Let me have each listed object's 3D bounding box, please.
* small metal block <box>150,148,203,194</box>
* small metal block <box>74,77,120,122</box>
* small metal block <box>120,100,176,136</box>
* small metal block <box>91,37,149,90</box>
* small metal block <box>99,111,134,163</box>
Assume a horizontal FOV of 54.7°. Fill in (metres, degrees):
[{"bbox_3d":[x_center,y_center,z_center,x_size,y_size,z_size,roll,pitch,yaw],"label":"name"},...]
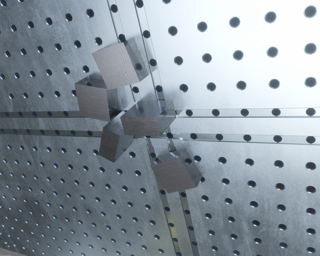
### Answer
[{"bbox_3d":[0.023,0.061,0.435,0.050,0.025,0.050,-22,107,35],"label":"small metal block"},{"bbox_3d":[-0.086,-0.040,0.430,0.050,0.025,0.050,11,123,21],"label":"small metal block"},{"bbox_3d":[-0.014,-0.013,0.393,0.050,0.050,0.025,2,119,27],"label":"small metal block"},{"bbox_3d":[-0.049,-0.080,0.386,0.050,0.025,0.050,-9,114,32],"label":"small metal block"},{"bbox_3d":[-0.058,0.012,0.431,0.025,0.050,0.050,26,127,12],"label":"small metal block"}]
